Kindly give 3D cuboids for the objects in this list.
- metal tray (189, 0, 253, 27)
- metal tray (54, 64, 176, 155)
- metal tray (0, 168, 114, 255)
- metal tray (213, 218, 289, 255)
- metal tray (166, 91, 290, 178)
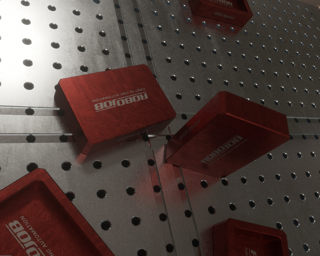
[{"bbox_3d":[0.120,-0.261,0.631,0.131,0.030,0.090,3,60,-27],"label":"metal tray"},{"bbox_3d":[-0.054,-0.029,0.395,0.131,0.030,0.090,-19,72,-36],"label":"metal tray"},{"bbox_3d":[-0.108,0.112,0.278,0.130,0.030,0.091,49,51,6],"label":"metal tray"},{"bbox_3d":[0.109,0.179,0.356,0.091,0.030,0.130,18,55,-18],"label":"metal tray"},{"bbox_3d":[0.075,0.015,0.374,0.091,0.129,0.030,18,55,-18],"label":"metal tray"}]
